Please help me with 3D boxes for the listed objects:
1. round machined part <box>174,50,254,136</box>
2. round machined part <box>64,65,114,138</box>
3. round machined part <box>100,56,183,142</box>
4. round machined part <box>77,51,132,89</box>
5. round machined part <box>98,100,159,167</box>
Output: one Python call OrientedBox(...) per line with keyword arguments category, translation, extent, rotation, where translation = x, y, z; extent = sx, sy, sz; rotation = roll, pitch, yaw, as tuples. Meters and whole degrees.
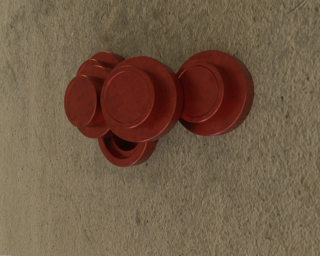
OrientedBox(category="round machined part", translation=(0.051, -0.040, 0.351), extent=(0.098, 0.042, 0.097), rotation=(0, 90, 39))
OrientedBox(category="round machined part", translation=(-0.090, -0.035, 0.412), extent=(0.098, 0.042, 0.097), rotation=(0, 90, 39))
OrientedBox(category="round machined part", translation=(-0.027, -0.033, 0.348), extent=(0.098, 0.042, 0.097), rotation=(-1, 88, 26))
OrientedBox(category="round machined part", translation=(-0.090, -0.067, 0.467), extent=(0.098, 0.042, 0.097), rotation=(0, 90, 39))
OrientedBox(category="round machined part", translation=(-0.039, 0.003, 0.425), extent=(0.098, 0.042, 0.097), rotation=(0, 90, 39))
